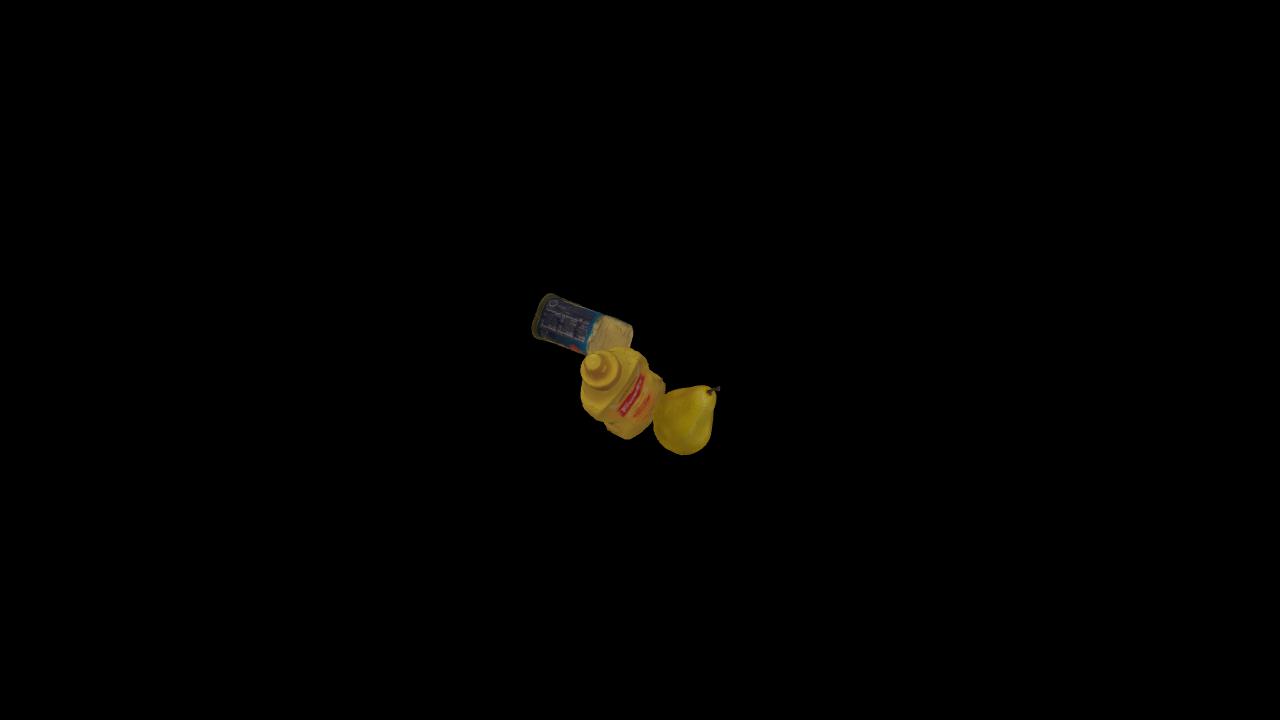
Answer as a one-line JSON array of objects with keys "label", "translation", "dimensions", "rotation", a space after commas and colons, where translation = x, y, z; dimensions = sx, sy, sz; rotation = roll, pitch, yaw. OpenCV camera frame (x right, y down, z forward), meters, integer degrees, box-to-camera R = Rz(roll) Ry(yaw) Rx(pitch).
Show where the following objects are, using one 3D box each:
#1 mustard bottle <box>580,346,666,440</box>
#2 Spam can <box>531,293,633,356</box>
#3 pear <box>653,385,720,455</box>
[{"label": "mustard bottle", "translation": [-0.025, 0.031, 0.700], "dimensions": [0.054, 0.092, 0.184], "rotation": [39, -6, 24]}, {"label": "Spam can", "translation": [-0.067, -0.036, 0.749], "dimensions": [0.085, 0.058, 0.101], "rotation": [20, 2, 25]}, {"label": "pear", "translation": [0.060, 0.056, 0.717], "dimensions": [0.080, 0.111, 0.080], "rotation": [18, 36, -14]}]
